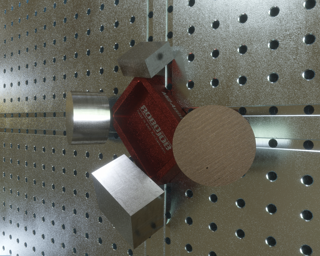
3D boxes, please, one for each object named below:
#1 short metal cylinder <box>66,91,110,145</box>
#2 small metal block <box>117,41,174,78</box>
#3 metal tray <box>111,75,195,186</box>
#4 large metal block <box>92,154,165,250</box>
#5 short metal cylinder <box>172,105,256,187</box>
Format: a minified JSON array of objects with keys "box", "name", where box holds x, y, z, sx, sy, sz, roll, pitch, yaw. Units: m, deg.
[{"box":[-0.110,-0.015,0.465,0.080,0.050,0.079,180,90,-65],"name":"short metal cylinder"},{"box":[-0.019,-0.090,0.405,0.050,0.050,0.025,12,135,39],"name":"small metal block"},{"box":[-0.010,0.000,0.413,0.090,0.030,0.130,-49,61,29],"name":"metal tray"},{"box":[-0.041,0.095,0.404,0.080,0.050,0.079,38,144,33],"name":"large metal block"},{"box":[0.058,0.017,0.325,0.080,0.050,0.079,0,90,13],"name":"short metal cylinder"}]
